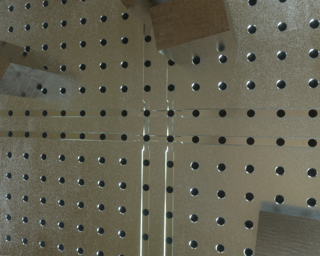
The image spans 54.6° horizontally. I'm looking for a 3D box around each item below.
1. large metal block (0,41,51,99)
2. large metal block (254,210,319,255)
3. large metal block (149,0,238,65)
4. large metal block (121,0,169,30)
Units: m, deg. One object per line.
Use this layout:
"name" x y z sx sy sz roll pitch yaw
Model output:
"large metal block" -0.229 -0.091 0.465 0.080 0.080 0.050 38 102 16
"large metal block" 0.142 0.140 0.326 0.080 0.080 0.050 5 123 20
"large metal block" 0.043 -0.117 0.368 0.080 0.080 0.050 -11 86 20
"large metal block" -0.026 -0.182 0.393 0.050 0.080 0.080 -36 78 16
